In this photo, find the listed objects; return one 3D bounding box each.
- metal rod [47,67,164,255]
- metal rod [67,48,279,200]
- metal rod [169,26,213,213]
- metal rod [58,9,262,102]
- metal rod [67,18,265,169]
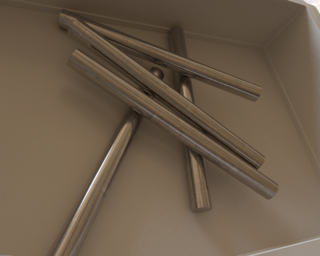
[{"bbox_3d":[-0.053,0.030,0.359,0.025,0.025,0.300,30,52,-9],"label":"metal rod"},{"bbox_3d":[0.021,-0.001,0.385,0.301,0.025,0.025,34,51,-6],"label":"metal rod"},{"bbox_3d":[0.039,-0.031,0.447,0.025,0.025,0.299,9,58,-24],"label":"metal rod"},{"bbox_3d":[0.005,-0.101,0.445,0.302,0.025,0.025,20,54,-7],"label":"metal rod"},{"bbox_3d":[0.012,-0.041,0.404,0.301,0.025,0.025,36,51,-5],"label":"metal rod"}]
